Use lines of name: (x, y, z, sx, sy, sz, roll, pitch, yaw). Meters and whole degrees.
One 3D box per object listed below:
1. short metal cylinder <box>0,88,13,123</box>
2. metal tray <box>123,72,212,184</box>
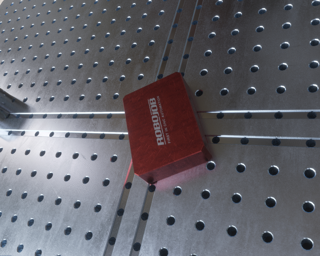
short metal cylinder: (-0.331, -0.046, 0.591, 0.080, 0.050, 0.080, -13, 56, 20)
metal tray: (0.004, -0.003, 0.404, 0.090, 0.030, 0.130, -23, 53, 13)
